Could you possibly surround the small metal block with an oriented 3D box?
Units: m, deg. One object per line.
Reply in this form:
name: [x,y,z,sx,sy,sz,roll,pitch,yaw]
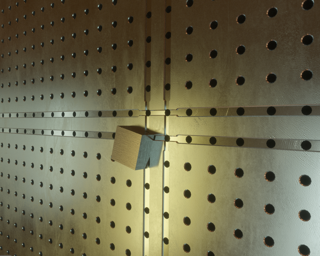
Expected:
small metal block: [-0.040,0.027,0.440,0.050,0.025,0.050,19,102,38]
